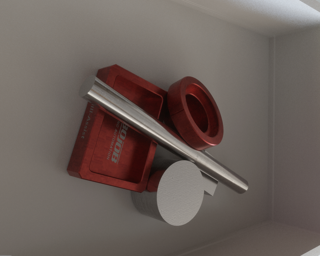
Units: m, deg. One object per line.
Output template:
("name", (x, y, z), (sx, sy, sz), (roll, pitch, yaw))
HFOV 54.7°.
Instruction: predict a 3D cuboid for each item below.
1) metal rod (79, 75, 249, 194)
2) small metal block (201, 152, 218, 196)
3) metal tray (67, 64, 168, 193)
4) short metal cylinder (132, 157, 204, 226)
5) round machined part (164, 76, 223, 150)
("metal rod", (0.028, 0.025, 0.393), (0.301, 0.025, 0.025), (34, 69, -38))
("small metal block", (0.064, 0.066, 0.460), (0.050, 0.025, 0.050), (39, 66, -34))
("metal tray", (-0.044, 0.003, 0.364), (0.090, 0.030, 0.130), (24, 75, -38))
("short metal cylinder", (0.011, 0.079, 0.399), (0.081, 0.050, 0.079), (0, 90, -40))
("round machined part", (0.040, -0.016, 0.413), (0.098, 0.042, 0.098), (32, 45, -39))
